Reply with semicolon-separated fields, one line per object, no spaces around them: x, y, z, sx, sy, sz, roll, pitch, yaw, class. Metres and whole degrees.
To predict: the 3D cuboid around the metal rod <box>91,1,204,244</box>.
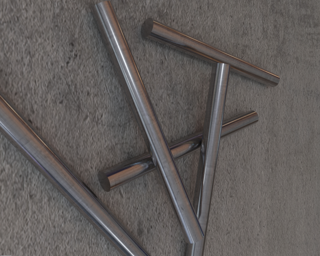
-0.011;0.000;0.368;0.025;0.025;0.299;-27;99;-37;metal rod

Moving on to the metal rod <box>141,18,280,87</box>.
0.099;-0.108;0.486;0.302;0.025;0.025;9;84;-40;metal rod

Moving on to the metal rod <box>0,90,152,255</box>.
-0.097;0.056;0.323;0.025;0.025;0.299;-49;119;-29;metal rod

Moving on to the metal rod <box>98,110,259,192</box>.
0.049;0.021;0.445;0.302;0.025;0.025;-20;103;-38;metal rod

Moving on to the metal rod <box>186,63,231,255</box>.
0.065;0.061;0.432;0.025;0.025;0.298;3;96;-40;metal rod
